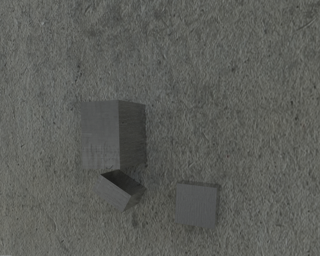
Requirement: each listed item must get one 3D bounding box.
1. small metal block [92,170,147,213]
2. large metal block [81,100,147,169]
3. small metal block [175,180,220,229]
[{"bbox_3d":[-0.053,0.082,0.414,0.050,0.050,0.025,31,100,17],"label":"small metal block"},{"bbox_3d":[-0.057,0.008,0.400,0.050,0.080,0.080,-2,90,20],"label":"large metal block"},{"bbox_3d":[0.048,0.095,0.392,0.050,0.025,0.050,3,91,20],"label":"small metal block"}]
